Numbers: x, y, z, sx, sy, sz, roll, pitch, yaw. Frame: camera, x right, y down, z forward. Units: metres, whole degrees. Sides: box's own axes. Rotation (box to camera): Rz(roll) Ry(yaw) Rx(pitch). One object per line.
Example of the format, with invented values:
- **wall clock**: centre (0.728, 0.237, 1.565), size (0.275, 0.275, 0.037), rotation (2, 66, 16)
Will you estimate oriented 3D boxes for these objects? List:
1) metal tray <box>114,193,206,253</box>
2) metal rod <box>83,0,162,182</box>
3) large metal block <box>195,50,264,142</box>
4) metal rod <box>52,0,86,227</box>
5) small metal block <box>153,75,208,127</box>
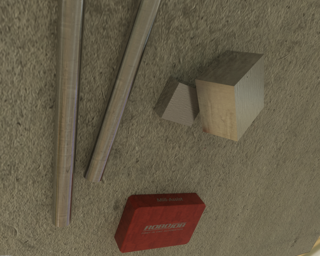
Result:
- **metal tray**: centre (0.001, 0.151, 0.500), size (0.131, 0.030, 0.089), rotation (6, 116, -32)
- **metal rod**: centre (-0.036, -0.068, 0.346), size (0.025, 0.025, 0.298), rotation (7, 115, -32)
- **large metal block**: centre (0.093, -0.043, 0.397), size (0.080, 0.050, 0.080), rotation (-44, 136, -34)
- **metal rod**: centre (-0.104, -0.008, 0.345), size (0.025, 0.025, 0.298), rotation (-4, 120, -27)
- **small metal block**: centre (0.027, -0.034, 0.402), size (0.050, 0.025, 0.050), rotation (15, 110, -35)
